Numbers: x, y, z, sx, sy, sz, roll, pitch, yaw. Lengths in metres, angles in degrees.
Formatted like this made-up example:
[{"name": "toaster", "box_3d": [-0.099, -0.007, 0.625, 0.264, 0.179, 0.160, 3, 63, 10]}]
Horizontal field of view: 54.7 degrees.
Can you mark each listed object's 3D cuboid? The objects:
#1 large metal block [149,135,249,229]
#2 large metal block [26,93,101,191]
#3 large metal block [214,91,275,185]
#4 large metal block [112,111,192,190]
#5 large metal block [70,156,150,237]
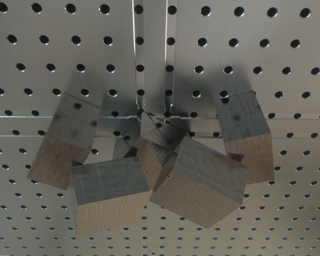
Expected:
[{"name": "large metal block", "box_3d": [0.043, 0.066, 0.361, 0.080, 0.050, 0.080, 27, 140, -3]}, {"name": "large metal block", "box_3d": [-0.119, 0.017, 0.388, 0.050, 0.080, 0.080, 24, 126, -19]}, {"name": "large metal block", "box_3d": [0.105, 0.014, 0.389, 0.050, 0.080, 0.080, -13, 129, 10]}, {"name": "large metal block", "box_3d": [-0.011, 0.035, 0.424, 0.080, 0.050, 0.080, 26, 125, -21]}, {"name": "large metal block", "box_3d": [-0.065, 0.084, 0.380, 0.081, 0.050, 0.079, -7, 141, -22]}]
